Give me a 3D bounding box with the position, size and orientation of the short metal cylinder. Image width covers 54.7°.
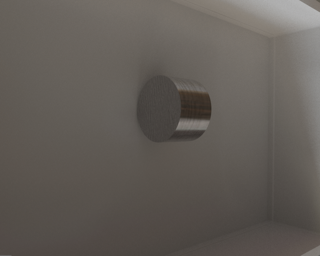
[{"bbox_3d":[0.016,-0.023,0.383,0.050,0.080,0.079,0,90,-40],"label":"short metal cylinder"}]
